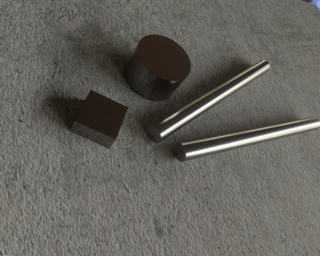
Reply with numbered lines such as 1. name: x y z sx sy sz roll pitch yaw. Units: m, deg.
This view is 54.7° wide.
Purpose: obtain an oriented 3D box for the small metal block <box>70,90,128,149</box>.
1. small metal block: -0.072 -0.011 0.373 0.050 0.025 0.050 26 53 -13

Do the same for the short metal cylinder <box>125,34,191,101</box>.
1. short metal cylinder: -0.003 -0.085 0.439 0.081 0.050 0.080 14 56 -21

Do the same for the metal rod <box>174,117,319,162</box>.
1. metal rod: 0.152 0.012 0.480 0.303 0.025 0.025 -9 67 -32

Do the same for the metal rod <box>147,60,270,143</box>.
1. metal rod: 0.094 -0.054 0.489 0.302 0.025 0.025 -32 80 -38
